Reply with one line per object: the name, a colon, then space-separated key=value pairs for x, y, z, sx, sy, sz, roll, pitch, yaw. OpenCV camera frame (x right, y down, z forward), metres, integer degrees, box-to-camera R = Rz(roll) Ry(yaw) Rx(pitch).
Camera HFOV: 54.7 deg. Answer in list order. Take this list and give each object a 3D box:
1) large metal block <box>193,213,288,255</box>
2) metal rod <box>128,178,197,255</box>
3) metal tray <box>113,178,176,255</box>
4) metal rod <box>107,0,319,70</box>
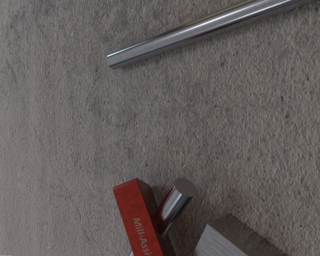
large metal block: x=0.078 y=0.151 z=0.323 sx=0.080 sy=0.050 sz=0.079 roll=32 pitch=110 yaw=35
metal rod: x=-0.032 y=0.172 z=0.397 sx=0.025 sy=0.025 sz=0.298 roll=48 pitch=128 yaw=29
metal tray: x=-0.011 y=0.129 z=0.367 sx=0.030 sy=0.090 sz=0.130 roll=-22 pitch=72 yaw=2
metal rod: x=0.046 y=-0.116 z=0.365 sx=0.300 sy=0.025 sz=0.025 roll=-8 pitch=85 yaw=39
